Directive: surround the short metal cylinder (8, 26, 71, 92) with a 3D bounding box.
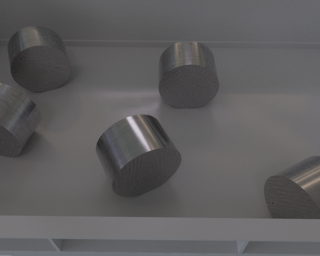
[{"bbox_3d":[-0.176,-0.099,0.452,0.081,0.080,0.050,-17,52,-14],"label":"short metal cylinder"}]

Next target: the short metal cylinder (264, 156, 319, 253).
[{"bbox_3d":[0.151,0.074,0.308,0.050,0.080,0.080,-22,54,-17],"label":"short metal cylinder"}]

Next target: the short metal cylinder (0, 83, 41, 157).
[{"bbox_3d":[-0.194,-0.009,0.375,0.080,0.080,0.050,10,51,8],"label":"short metal cylinder"}]

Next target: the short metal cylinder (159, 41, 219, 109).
[{"bbox_3d":[0.038,-0.072,0.430,0.081,0.080,0.050,0,50,0],"label":"short metal cylinder"}]

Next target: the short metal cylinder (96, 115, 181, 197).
[{"bbox_3d":[-0.024,0.031,0.343,0.081,0.080,0.050,-21,53,-17],"label":"short metal cylinder"}]
